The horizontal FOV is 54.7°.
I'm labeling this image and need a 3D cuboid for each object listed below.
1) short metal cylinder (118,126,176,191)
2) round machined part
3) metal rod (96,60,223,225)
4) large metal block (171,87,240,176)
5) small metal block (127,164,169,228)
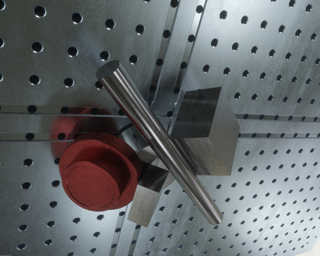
[{"bbox_3d":[-0.018,0.041,0.406,0.081,0.050,0.079,-14,124,-21],"label":"short metal cylinder"},{"bbox_3d":[-0.072,0.057,0.358,0.098,0.042,0.097,6,117,12],"label":"round machined part"},{"bbox_3d":[0.018,0.041,0.377,0.025,0.025,0.300,-37,129,-3],"label":"metal rod"},{"bbox_3d":[0.062,0.006,0.400,0.080,0.050,0.080,55,43,-39],"label":"large metal block"},{"bbox_3d":[-0.013,0.078,0.364,0.025,0.050,0.050,20,114,7],"label":"small metal block"}]
